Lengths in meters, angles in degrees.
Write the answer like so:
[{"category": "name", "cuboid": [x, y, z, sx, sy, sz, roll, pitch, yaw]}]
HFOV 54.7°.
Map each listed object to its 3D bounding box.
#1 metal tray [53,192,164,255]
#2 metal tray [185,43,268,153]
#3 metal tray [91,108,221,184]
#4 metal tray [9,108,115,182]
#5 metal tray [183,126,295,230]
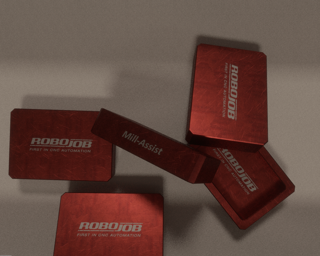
[{"category": "metal tray", "cuboid": [-0.061, 0.130, 0.392, 0.131, 0.030, 0.090, 1, 68, -1]}, {"category": "metal tray", "cuboid": [0.084, -0.039, 0.385, 0.091, 0.030, 0.130, 8, 66, -1]}, {"category": "metal tray", "cuboid": [-0.002, 0.022, 0.356, 0.130, 0.090, 0.030, 24, 90, 23]}, {"category": "metal tray", "cuboid": [-0.126, 0.022, 0.407, 0.131, 0.030, 0.089, 2, 90, -1]}, {"category": "metal tray", "cuboid": [0.101, 0.055, 0.410, 0.090, 0.030, 0.130, -38, 91, 0]}]
